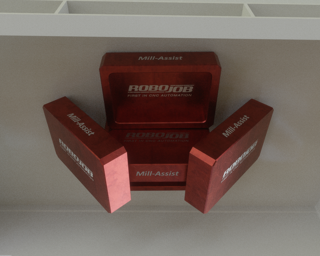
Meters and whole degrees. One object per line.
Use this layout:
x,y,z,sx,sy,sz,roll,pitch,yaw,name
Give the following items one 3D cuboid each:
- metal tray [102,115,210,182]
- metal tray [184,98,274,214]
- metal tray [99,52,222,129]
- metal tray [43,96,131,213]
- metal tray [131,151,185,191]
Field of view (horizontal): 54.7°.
-0.004,0.022,0.383,0.131,0.090,0.030,0,130,-1,metal tray
0.084,0.031,0.374,0.030,0.131,0.089,31,138,30,metal tray
0.001,-0.042,0.367,0.131,0.030,0.089,-1,131,-1,metal tray
-0.088,0.030,0.371,0.030,0.130,0.089,-30,139,-31,metal tray
-0.003,0.050,0.444,0.131,0.030,0.089,0,130,-1,metal tray
